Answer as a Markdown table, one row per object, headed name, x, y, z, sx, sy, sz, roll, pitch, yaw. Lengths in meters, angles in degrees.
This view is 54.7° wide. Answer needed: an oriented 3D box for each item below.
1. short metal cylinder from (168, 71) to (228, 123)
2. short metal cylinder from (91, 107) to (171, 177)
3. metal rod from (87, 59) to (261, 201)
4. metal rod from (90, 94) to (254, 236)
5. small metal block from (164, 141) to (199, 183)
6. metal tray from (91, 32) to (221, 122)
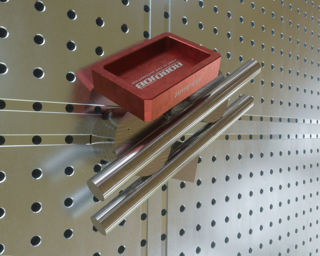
| name | x | y | z | sx | sy | sz | roll | pitch | yaw |
| --- | --- | --- | --- | --- | --- | --- | --- | --- | --- |
| short metal cylinder | 0.052 | -0.047 | 0.439 | 0.081 | 0.050 | 0.079 | 0 | 90 | -40 |
| short metal cylinder | -0.033 | 0.014 | 0.367 | 0.081 | 0.050 | 0.079 | 0 | 90 | -40 |
| metal rod | 0.039 | -0.015 | 0.377 | 0.302 | 0.025 | 0.025 | -37 | 113 | -34 |
| metal rod | 0.037 | 0.030 | 0.408 | 0.302 | 0.025 | 0.025 | -36 | 112 | -34 |
| small metal block | 0.026 | 0.047 | 0.432 | 0.050 | 0.025 | 0.050 | 19 | 78 | -39 |
| metal tray | -0.002 | -0.067 | 0.365 | 0.131 | 0.090 | 0.030 | -36 | 144 | -35 |
